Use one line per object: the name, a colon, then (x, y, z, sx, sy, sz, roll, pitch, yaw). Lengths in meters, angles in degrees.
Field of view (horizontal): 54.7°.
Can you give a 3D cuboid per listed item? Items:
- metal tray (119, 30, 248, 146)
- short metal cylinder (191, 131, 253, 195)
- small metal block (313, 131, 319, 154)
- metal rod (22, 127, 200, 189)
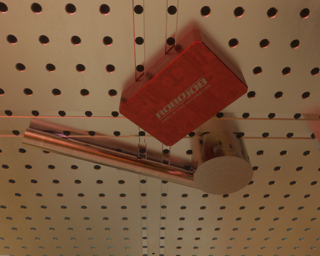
metal tray: (0.026, -0.041, 0.374, 0.090, 0.030, 0.130, 37, 121, -28)
short metal cylinder: (0.086, 0.050, 0.439, 0.081, 0.050, 0.079, 0, 130, 0)
small metal block: (0.244, 0.024, 0.420, 0.050, 0.050, 0.025, -18, 128, 14)
metal rod: (-0.042, 0.052, 0.455, 0.302, 0.025, 0.025, 16, 128, -14)
